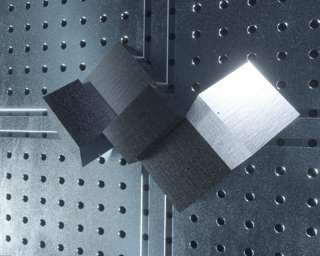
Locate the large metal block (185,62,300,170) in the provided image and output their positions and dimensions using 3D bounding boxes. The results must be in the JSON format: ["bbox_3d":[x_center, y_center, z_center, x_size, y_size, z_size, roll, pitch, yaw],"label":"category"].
[{"bbox_3d":[0.090,-0.014,0.345,0.080,0.050,0.080,-34,76,-24],"label":"large metal block"}]

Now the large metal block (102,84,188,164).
[{"bbox_3d":[-0.011,-0.004,0.387,0.080,0.080,0.050,-44,78,15],"label":"large metal block"}]

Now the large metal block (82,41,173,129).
[{"bbox_3d":[-0.045,-0.054,0.415,0.080,0.050,0.080,-44,77,16],"label":"large metal block"}]

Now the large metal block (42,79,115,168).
[{"bbox_3d":[-0.106,-0.004,0.414,0.050,0.080,0.080,-34,76,-23],"label":"large metal block"}]

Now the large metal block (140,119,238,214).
[{"bbox_3d":[0.036,0.045,0.386,0.080,0.050,0.080,-43,75,15],"label":"large metal block"}]
